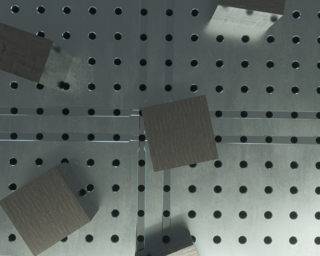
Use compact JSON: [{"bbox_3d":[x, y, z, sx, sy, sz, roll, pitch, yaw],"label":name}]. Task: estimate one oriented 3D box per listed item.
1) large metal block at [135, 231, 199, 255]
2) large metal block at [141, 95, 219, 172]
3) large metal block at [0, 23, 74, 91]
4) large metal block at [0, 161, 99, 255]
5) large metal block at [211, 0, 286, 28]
[{"bbox_3d":[0.018,0.194,0.401,0.080,0.050,0.080,-22,90,-1],"label":"large metal block"},{"bbox_3d":[0.024,0.006,0.401,0.080,0.050,0.080,-12,90,-1],"label":"large metal block"},{"bbox_3d":[-0.165,-0.087,0.384,0.080,0.080,0.050,19,90,-1],"label":"large metal block"},{"bbox_3d":[-0.140,0.101,0.399,0.080,0.050,0.080,-33,90,0],"label":"large metal block"},{"bbox_3d":[0.117,-0.183,0.402,0.081,0.050,0.080,9,90,-1],"label":"large metal block"}]
